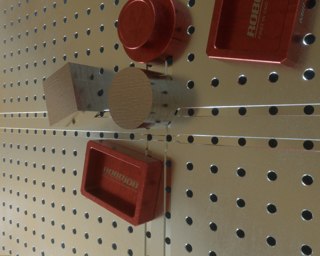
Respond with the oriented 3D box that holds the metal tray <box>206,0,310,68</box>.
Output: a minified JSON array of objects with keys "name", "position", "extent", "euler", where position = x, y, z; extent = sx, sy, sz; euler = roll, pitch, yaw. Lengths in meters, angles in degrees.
[{"name":"metal tray","position":[0.104,-0.133,0.320],"extent":[0.090,0.030,0.129],"euler":[16,100,39]}]

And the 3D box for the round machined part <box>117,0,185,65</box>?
[{"name":"round machined part","position":[-0.019,-0.136,0.414],"extent":[0.098,0.042,0.097],"euler":[0,90,40]}]

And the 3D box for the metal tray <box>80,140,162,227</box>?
[{"name":"metal tray","position":[-0.062,0.075,0.456],"extent":[0.130,0.030,0.089],"euler":[16,100,38]}]

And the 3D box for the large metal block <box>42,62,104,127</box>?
[{"name":"large metal block","position":[-0.145,-0.052,0.513],"extent":[0.080,0.050,0.080],"euler":[-22,76,38]}]

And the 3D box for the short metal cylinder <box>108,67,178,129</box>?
[{"name":"short metal cylinder","position":[-0.024,-0.038,0.413],"extent":[0.080,0.050,0.079],"euler":[0,90,40]}]
